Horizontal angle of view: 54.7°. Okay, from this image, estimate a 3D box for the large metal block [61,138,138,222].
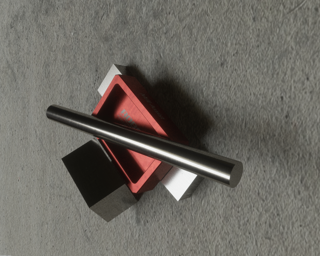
[{"bbox_3d":[-0.080,0.073,0.423,0.050,0.080,0.080,-34,62,-10],"label":"large metal block"}]

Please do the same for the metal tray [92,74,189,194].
[{"bbox_3d":[-0.033,0.005,0.395,0.130,0.030,0.090,51,120,27],"label":"metal tray"}]

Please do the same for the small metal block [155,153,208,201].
[{"bbox_3d":[0.026,0.053,0.383,0.050,0.025,0.050,46,117,30],"label":"small metal block"}]

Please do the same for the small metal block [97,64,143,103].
[{"bbox_3d":[-0.058,-0.057,0.452,0.050,0.025,0.050,52,120,27],"label":"small metal block"}]

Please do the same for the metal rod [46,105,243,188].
[{"bbox_3d":[-0.045,0.009,0.370,0.300,0.025,0.025,16,100,38],"label":"metal rod"}]
